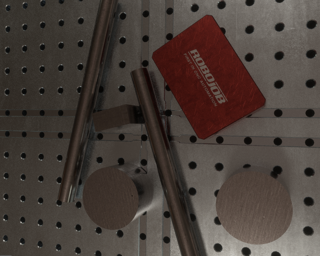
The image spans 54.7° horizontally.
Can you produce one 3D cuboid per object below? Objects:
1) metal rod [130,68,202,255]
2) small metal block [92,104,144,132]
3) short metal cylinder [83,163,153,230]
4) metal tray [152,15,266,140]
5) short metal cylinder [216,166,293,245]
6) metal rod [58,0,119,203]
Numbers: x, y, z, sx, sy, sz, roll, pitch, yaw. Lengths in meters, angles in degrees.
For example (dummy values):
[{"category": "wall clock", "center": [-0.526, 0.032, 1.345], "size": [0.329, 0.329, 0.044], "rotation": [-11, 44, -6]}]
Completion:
[{"category": "metal rod", "center": [0.013, 0.066, 0.407], "size": [0.025, 0.025, 0.298], "rotation": [-18, 84, 19]}, {"category": "small metal block", "center": [-0.055, -0.012, 0.417], "size": [0.050, 0.050, 0.025], "rotation": [-13, 86, 19]}, {"category": "short metal cylinder", "center": [-0.056, 0.090, 0.418], "size": [0.080, 0.050, 0.079], "rotation": [0, 90, 19]}, {"category": "metal tray", "center": [0.060, -0.062, 0.388], "size": [0.090, 0.030, 0.130], "rotation": [-32, 80, 16]}, {"category": "short metal cylinder", "center": [0.110, 0.087, 0.361], "size": [0.080, 0.050, 0.079], "rotation": [0, 90, 19]}, {"category": "metal rod", "center": [-0.105, -0.039, 0.448], "size": [0.025, 0.025, 0.298], "rotation": [15, 95, 19]}]
